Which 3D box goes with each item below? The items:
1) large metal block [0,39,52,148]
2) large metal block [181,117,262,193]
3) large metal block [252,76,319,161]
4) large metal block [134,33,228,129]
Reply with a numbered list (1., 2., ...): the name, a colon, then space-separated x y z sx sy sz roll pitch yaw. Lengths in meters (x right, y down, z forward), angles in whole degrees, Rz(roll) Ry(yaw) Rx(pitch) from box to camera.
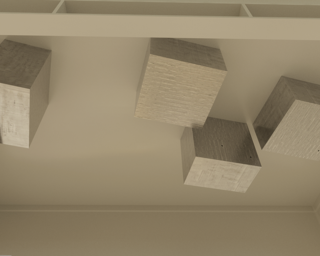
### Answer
1. large metal block: -0.157 -0.038 0.338 0.050 0.080 0.079 12 129 -11
2. large metal block: 0.074 0.031 0.401 0.081 0.080 0.050 10 129 -9
3. large metal block: 0.176 -0.010 0.387 0.081 0.050 0.079 11 129 -10
4. large metal block: 0.019 -0.051 0.350 0.081 0.050 0.079 11 129 -10
